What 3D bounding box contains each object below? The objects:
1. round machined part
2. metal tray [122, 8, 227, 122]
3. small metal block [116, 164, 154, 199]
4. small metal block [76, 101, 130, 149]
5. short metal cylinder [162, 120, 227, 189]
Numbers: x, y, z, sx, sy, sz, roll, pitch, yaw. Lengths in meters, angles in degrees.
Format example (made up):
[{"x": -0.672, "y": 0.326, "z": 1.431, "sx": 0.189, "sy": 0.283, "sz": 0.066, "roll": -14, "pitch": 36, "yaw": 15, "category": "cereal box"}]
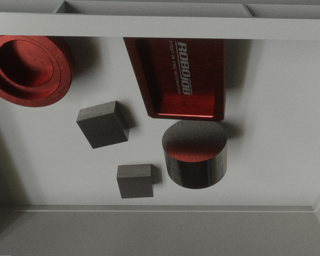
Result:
[{"x": -0.141, "y": -0.073, "z": 0.333, "sx": 0.099, "sy": 0.042, "sz": 0.097, "roll": -1, "pitch": 130, "yaw": 0, "category": "round machined part"}, {"x": 0.022, "y": -0.058, "z": 0.324, "sx": 0.090, "sy": 0.030, "sz": 0.130, "roll": 3, "pitch": 146, "yaw": 14, "category": "metal tray"}, {"x": -0.037, "y": 0.083, "z": 0.479, "sx": 0.050, "sy": 0.025, "sz": 0.050, "roll": -4, "pitch": 130, "yaw": 2, "category": "small metal block"}, {"x": -0.073, "y": -0.003, "z": 0.405, "sx": 0.050, "sy": 0.025, "sz": 0.050, "roll": -13, "pitch": 129, "yaw": 10, "category": "small metal block"}, {"x": 0.046, "y": 0.032, "z": 0.401, "sx": 0.080, "sy": 0.080, "sz": 0.050, "roll": -6, "pitch": 130, "yaw": 5, "category": "short metal cylinder"}]
